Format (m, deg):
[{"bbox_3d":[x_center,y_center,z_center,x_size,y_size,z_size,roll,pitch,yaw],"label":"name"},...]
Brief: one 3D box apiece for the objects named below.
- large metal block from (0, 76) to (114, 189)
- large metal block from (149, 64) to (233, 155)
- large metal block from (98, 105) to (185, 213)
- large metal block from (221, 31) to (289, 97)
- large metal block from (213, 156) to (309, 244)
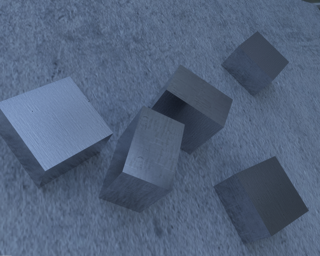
[{"bbox_3d":[-0.111,0.003,0.327,0.081,0.050,0.080,-32,80,-38],"label":"large metal block"},{"bbox_3d":[0.033,-0.021,0.401,0.080,0.080,0.050,33,51,-8],"label":"large metal block"},{"bbox_3d":[-0.020,0.036,0.337,0.050,0.080,0.080,25,53,-14],"label":"large metal block"},{"bbox_3d":[0.171,-0.115,0.553,0.080,0.050,0.080,46,51,3],"label":"large metal block"},{"bbox_3d":[0.131,0.092,0.404,0.081,0.050,0.080,-15,70,-34],"label":"large metal block"}]
